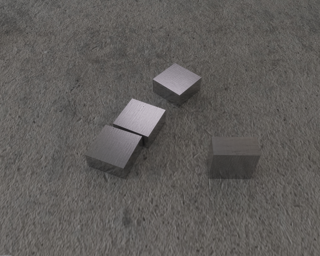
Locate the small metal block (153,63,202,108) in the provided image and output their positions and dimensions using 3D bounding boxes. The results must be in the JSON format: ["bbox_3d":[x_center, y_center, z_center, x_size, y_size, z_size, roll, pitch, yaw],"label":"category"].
[{"bbox_3d":[0.025,-0.064,0.457,0.050,0.025,0.050,34,58,25],"label":"small metal block"}]

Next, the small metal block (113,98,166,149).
[{"bbox_3d":[-0.026,-0.007,0.409,0.050,0.025,0.050,20,53,16],"label":"small metal block"}]

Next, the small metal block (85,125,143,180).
[{"bbox_3d":[-0.055,0.029,0.379,0.050,0.025,0.050,17,52,14],"label":"small metal block"}]

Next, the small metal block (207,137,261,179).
[{"bbox_3d":[0.083,0.035,0.358,0.050,0.050,0.025,1,50,0],"label":"small metal block"}]
